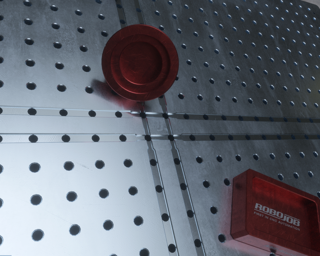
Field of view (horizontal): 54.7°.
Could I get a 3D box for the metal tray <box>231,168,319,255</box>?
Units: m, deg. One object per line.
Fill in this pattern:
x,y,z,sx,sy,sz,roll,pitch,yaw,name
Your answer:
0.161,0.119,0.418,0.131,0.030,0.090,23,53,-14,metal tray

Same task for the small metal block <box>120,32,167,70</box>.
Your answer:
-0.025,-0.115,0.464,0.050,0.025,0.050,-8,66,-32,small metal block

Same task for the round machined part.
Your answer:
-0.026,-0.088,0.413,0.098,0.097,0.042,28,17,-11,round machined part
